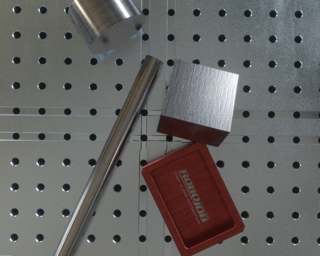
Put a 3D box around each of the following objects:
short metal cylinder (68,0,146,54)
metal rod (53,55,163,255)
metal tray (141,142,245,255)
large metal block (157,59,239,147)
[{"bbox_3d":[-0.065,-0.136,0.385,0.080,0.080,0.050,-33,90,0],"label":"short metal cylinder"},{"bbox_3d":[-0.070,0.044,0.412,0.025,0.025,0.299,25,90,0],"label":"metal rod"},{"bbox_3d":[0.042,0.091,0.410,0.090,0.030,0.129,-25,90,0],"label":"metal tray"},{"bbox_3d":[0.046,-0.030,0.387,0.080,0.050,0.080,14,65,0],"label":"large metal block"}]
